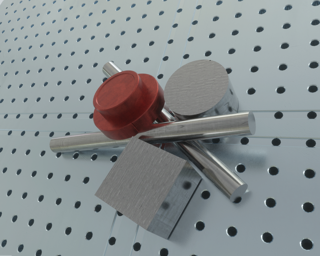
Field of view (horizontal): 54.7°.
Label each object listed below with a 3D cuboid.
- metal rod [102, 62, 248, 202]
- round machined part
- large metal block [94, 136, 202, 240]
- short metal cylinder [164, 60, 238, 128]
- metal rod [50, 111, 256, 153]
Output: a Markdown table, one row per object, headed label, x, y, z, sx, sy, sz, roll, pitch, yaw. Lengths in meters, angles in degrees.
| label | x | y | z | sx | sy | sz | roll | pitch | yaw |
| --- | --- | --- | --- | --- | --- | --- | --- | --- | --- |
| metal rod | 0.000 | -0.015 | 0.417 | 0.025 | 0.025 | 0.300 | -43 | 51 | -2 |
| round machined part | -0.046 | -0.036 | 0.399 | 0.098 | 0.042 | 0.098 | -19 | 44 | 20 |
| large metal block | -0.013 | 0.066 | 0.354 | 0.080 | 0.050 | 0.080 | 22 | 73 | 35 |
| short metal cylinder | 0.052 | -0.038 | 0.386 | 0.080 | 0.050 | 0.080 | -13 | 56 | 20 |
| metal rod | -0.033 | 0.010 | 0.394 | 0.300 | 0.025 | 0.025 | -7 | 58 | 32 |
